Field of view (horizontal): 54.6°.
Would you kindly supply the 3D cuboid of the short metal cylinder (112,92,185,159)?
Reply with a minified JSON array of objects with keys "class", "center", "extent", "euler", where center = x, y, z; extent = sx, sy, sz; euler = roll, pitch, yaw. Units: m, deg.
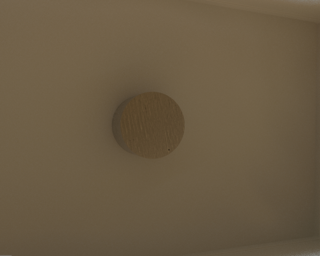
[{"class":"short metal cylinder","center":[-0.016,-0.003,0.391],"extent":[0.081,0.050,0.080],"euler":[0,90,-20]}]
